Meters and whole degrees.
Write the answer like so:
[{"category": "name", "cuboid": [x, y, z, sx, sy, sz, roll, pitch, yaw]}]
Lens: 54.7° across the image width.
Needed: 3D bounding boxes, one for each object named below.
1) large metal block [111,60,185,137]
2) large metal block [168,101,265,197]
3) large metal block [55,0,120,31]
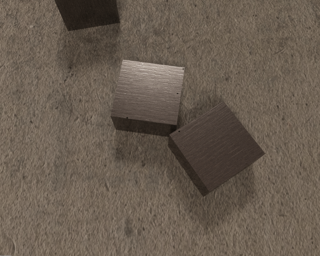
[{"category": "large metal block", "cuboid": [-0.014, -0.038, 0.408, 0.080, 0.050, 0.080, 8, 70, 2]}, {"category": "large metal block", "cuboid": [0.067, 0.027, 0.386, 0.080, 0.050, 0.080, -31, 73, -11]}, {"category": "large metal block", "cuboid": [-0.106, -0.192, 0.448, 0.081, 0.080, 0.050, -11, 71, -4]}]
